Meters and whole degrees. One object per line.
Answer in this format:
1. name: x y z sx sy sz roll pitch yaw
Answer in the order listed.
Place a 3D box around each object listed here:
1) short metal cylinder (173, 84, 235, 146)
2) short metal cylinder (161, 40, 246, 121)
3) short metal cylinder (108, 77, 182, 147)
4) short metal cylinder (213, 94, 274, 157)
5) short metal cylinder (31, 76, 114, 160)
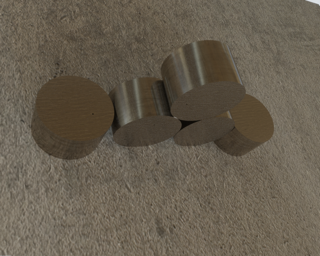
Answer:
1. short metal cylinder: 0.051 -0.016 0.408 0.081 0.080 0.050 0 61 -28
2. short metal cylinder: 0.045 -0.048 0.335 0.081 0.080 0.050 1 63 -28
3. short metal cylinder: -0.019 -0.017 0.369 0.081 0.080 0.050 0 62 -28
4. short metal cylinder: 0.118 -0.004 0.454 0.081 0.050 0.080 14 56 -21
5. short metal cylinder: -0.097 -0.011 0.343 0.081 0.050 0.080 14 56 -21
